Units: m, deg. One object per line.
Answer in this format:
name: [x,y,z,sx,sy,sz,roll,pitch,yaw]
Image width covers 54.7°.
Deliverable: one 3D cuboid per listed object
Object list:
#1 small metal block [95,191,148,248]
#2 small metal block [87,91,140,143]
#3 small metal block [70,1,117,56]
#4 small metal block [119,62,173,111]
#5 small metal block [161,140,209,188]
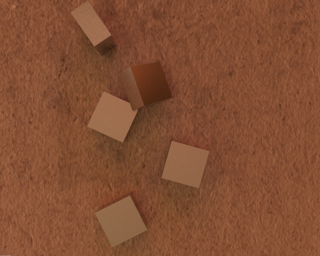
small metal block: [-0.050,0.120,0.409,0.050,0.025,0.050,-27,90,-1]
small metal block: [-0.060,-0.014,0.409,0.050,0.025,0.050,25,90,-1]
small metal block: [-0.083,-0.125,0.396,0.025,0.050,0.050,-35,90,0]
small metal block: [-0.017,-0.054,0.396,0.050,0.025,0.050,-20,90,-41]
small metal block: [0.033,0.047,0.411,0.050,0.025,0.050,16,90,-1]
